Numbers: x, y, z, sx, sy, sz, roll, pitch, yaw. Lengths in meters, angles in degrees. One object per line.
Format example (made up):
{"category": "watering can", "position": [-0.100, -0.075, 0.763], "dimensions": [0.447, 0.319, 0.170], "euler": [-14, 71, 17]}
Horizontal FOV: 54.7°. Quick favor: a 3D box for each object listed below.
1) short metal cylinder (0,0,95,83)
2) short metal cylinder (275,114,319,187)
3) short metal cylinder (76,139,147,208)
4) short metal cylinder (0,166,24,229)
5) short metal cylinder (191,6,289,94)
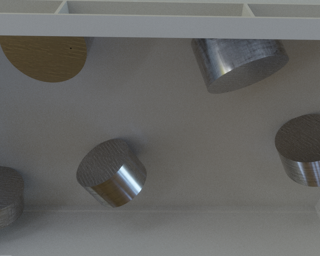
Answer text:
{"category": "short metal cylinder", "position": [-0.110, -0.093, 0.312], "dimensions": [0.081, 0.050, 0.079], "euler": [0, 130, 0]}
{"category": "short metal cylinder", "position": [0.195, 0.028, 0.398], "dimensions": [0.080, 0.080, 0.050], "euler": [-21, 127, 17]}
{"category": "short metal cylinder", "position": [-0.066, 0.061, 0.424], "dimensions": [0.080, 0.080, 0.050], "euler": [-21, 127, 17]}
{"category": "short metal cylinder", "position": [-0.245, 0.103, 0.458], "dimensions": [0.081, 0.080, 0.050], "euler": [12, 129, -10]}
{"category": "short metal cylinder", "position": [0.077, -0.073, 0.305], "dimensions": [0.080, 0.050, 0.080], "euler": [-17, 168, -3]}
